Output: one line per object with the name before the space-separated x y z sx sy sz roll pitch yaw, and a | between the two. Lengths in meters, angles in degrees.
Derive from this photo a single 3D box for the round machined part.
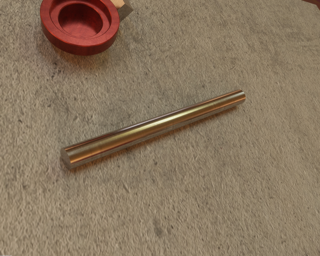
round machined part | -0.106 -0.137 0.412 0.099 0.042 0.098 7 66 -15

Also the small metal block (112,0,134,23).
small metal block | -0.075 -0.180 0.455 0.050 0.050 0.025 60 20 14

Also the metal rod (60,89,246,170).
metal rod | 0.014 -0.009 0.418 0.302 0.025 0.025 -20 73 -36
